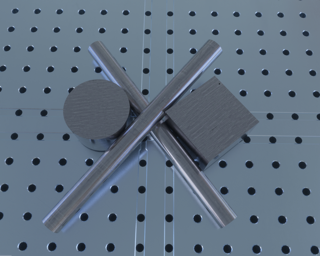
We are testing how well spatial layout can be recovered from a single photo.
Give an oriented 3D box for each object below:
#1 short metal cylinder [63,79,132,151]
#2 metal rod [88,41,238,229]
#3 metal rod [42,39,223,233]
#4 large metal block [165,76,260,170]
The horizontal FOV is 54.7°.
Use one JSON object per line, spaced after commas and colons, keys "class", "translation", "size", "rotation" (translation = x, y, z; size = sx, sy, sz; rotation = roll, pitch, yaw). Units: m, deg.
{"class": "short metal cylinder", "translation": [-0.077, -0.016, 0.400], "size": [0.081, 0.050, 0.080], "rotation": [0, 70, 0]}
{"class": "metal rod", "translation": [-0.006, -0.003, 0.408], "size": [0.025, 0.025, 0.300], "rotation": [-34, 74, -12]}
{"class": "metal rod", "translation": [-0.029, 0.005, 0.383], "size": [0.025, 0.025, 0.300], "rotation": [41, 83, 13]}
{"class": "large metal block", "translation": [0.063, -0.005, 0.396], "size": [0.080, 0.050, 0.080], "rotation": [-37, 74, -12]}
